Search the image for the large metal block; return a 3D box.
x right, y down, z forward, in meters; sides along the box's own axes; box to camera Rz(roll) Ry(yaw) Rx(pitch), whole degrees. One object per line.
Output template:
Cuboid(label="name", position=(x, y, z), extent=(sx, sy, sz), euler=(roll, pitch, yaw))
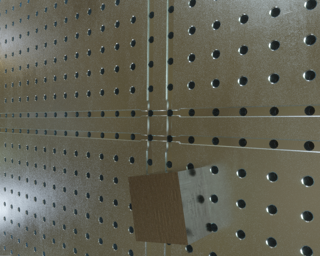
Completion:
Cuboid(label="large metal block", position=(0.011, 0.095, 0.385), extent=(0.080, 0.050, 0.080), euler=(-13, 82, 39))
